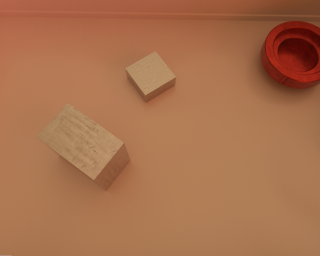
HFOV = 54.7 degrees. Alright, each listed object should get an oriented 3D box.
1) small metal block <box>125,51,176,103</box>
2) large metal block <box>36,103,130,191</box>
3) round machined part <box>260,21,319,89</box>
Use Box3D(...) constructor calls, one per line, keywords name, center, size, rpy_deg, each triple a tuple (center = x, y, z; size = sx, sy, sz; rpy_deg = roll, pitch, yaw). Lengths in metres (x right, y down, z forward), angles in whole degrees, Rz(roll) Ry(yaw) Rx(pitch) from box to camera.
Box3D(name="small metal block", center=(-0.013, -0.072, 0.436), size=(0.050, 0.025, 0.050), rpy_deg=(-33, 74, -12))
Box3D(name="large metal block", center=(-0.086, 0.026, 0.370), size=(0.080, 0.080, 0.050), rpy_deg=(34, 74, 11))
Box3D(name="round machined part", center=(0.192, -0.098, 0.439), size=(0.099, 0.042, 0.098), rpy_deg=(0, 70, -1))
